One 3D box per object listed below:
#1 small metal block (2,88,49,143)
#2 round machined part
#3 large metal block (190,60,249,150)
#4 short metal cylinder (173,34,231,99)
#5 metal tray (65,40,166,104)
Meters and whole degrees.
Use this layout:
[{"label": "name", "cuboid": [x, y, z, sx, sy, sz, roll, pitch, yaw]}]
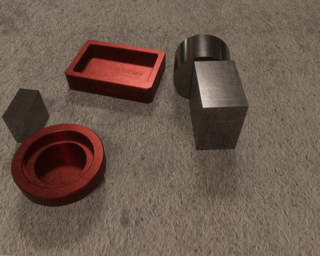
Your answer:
[{"label": "small metal block", "cuboid": [-0.170, -0.014, 0.397, 0.025, 0.050, 0.050, 6, 50, 5]}, {"label": "round machined part", "cuboid": [-0.111, 0.045, 0.353, 0.099, 0.042, 0.098, 0, 50, 0]}, {"label": "large metal block", "cuboid": [0.070, -0.028, 0.392, 0.050, 0.080, 0.080, -2, 50, -2]}, {"label": "short metal cylinder", "cuboid": [0.060, -0.084, 0.439, 0.080, 0.080, 0.050, 3, 50, 2]}, {"label": "metal tray", "cuboid": [-0.064, -0.089, 0.473, 0.131, 0.030, 0.090, 11, 51, 9]}]
